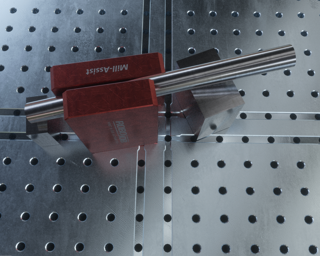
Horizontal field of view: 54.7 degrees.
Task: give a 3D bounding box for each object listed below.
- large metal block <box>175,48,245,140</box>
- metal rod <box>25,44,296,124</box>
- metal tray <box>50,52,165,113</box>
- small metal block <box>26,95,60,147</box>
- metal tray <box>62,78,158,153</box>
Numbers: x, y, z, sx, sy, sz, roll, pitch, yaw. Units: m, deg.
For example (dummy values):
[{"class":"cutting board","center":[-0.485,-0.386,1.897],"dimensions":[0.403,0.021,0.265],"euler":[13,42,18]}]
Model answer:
[{"class":"large metal block","center":[0.058,-0.040,0.397],"dimensions":[0.050,0.080,0.080],"euler":[-21,72,-8]},{"class":"metal rod","center":[-0.004,-0.048,0.349],"dimensions":[0.302,0.025,0.025],"euler":[-12,70,5]},{"class":"metal tray","center":[-0.060,-0.052,0.395],"dimensions":[0.131,0.090,0.030],"euler":[-8,72,-4]},{"class":"small metal block","center":[-0.150,-0.008,0.399],"dimensions":[0.025,0.050,0.050],"euler":[-8,70,-3]},{"class":"metal tray","center":[-0.049,-0.008,0.358],"dimensions":[0.091,0.130,0.030],"euler":[-9,71,-4]}]
